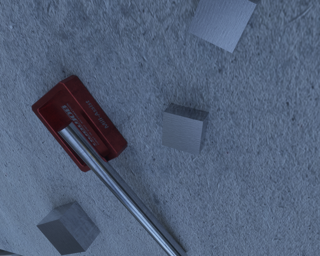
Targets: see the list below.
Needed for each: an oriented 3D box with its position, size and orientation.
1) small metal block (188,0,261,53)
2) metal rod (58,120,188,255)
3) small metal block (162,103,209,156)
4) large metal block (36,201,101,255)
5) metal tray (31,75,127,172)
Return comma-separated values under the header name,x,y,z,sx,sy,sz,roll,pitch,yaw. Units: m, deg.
name,x,y,z,sx,sy,sz,roll,pitch,yaw
small metal block,0.062,-0.110,0.305,0.050,0.025,0.050,29,128,9
metal rod,-0.045,0.110,0.469,0.025,0.025,0.299,-20,116,35
small metal block,0.031,0.001,0.390,0.050,0.025,0.050,15,125,19
large metal block,-0.178,0.196,0.603,0.080,0.050,0.080,-24,105,36
metal tray,-0.121,-0.003,0.463,0.090,0.030,0.130,-27,104,37
